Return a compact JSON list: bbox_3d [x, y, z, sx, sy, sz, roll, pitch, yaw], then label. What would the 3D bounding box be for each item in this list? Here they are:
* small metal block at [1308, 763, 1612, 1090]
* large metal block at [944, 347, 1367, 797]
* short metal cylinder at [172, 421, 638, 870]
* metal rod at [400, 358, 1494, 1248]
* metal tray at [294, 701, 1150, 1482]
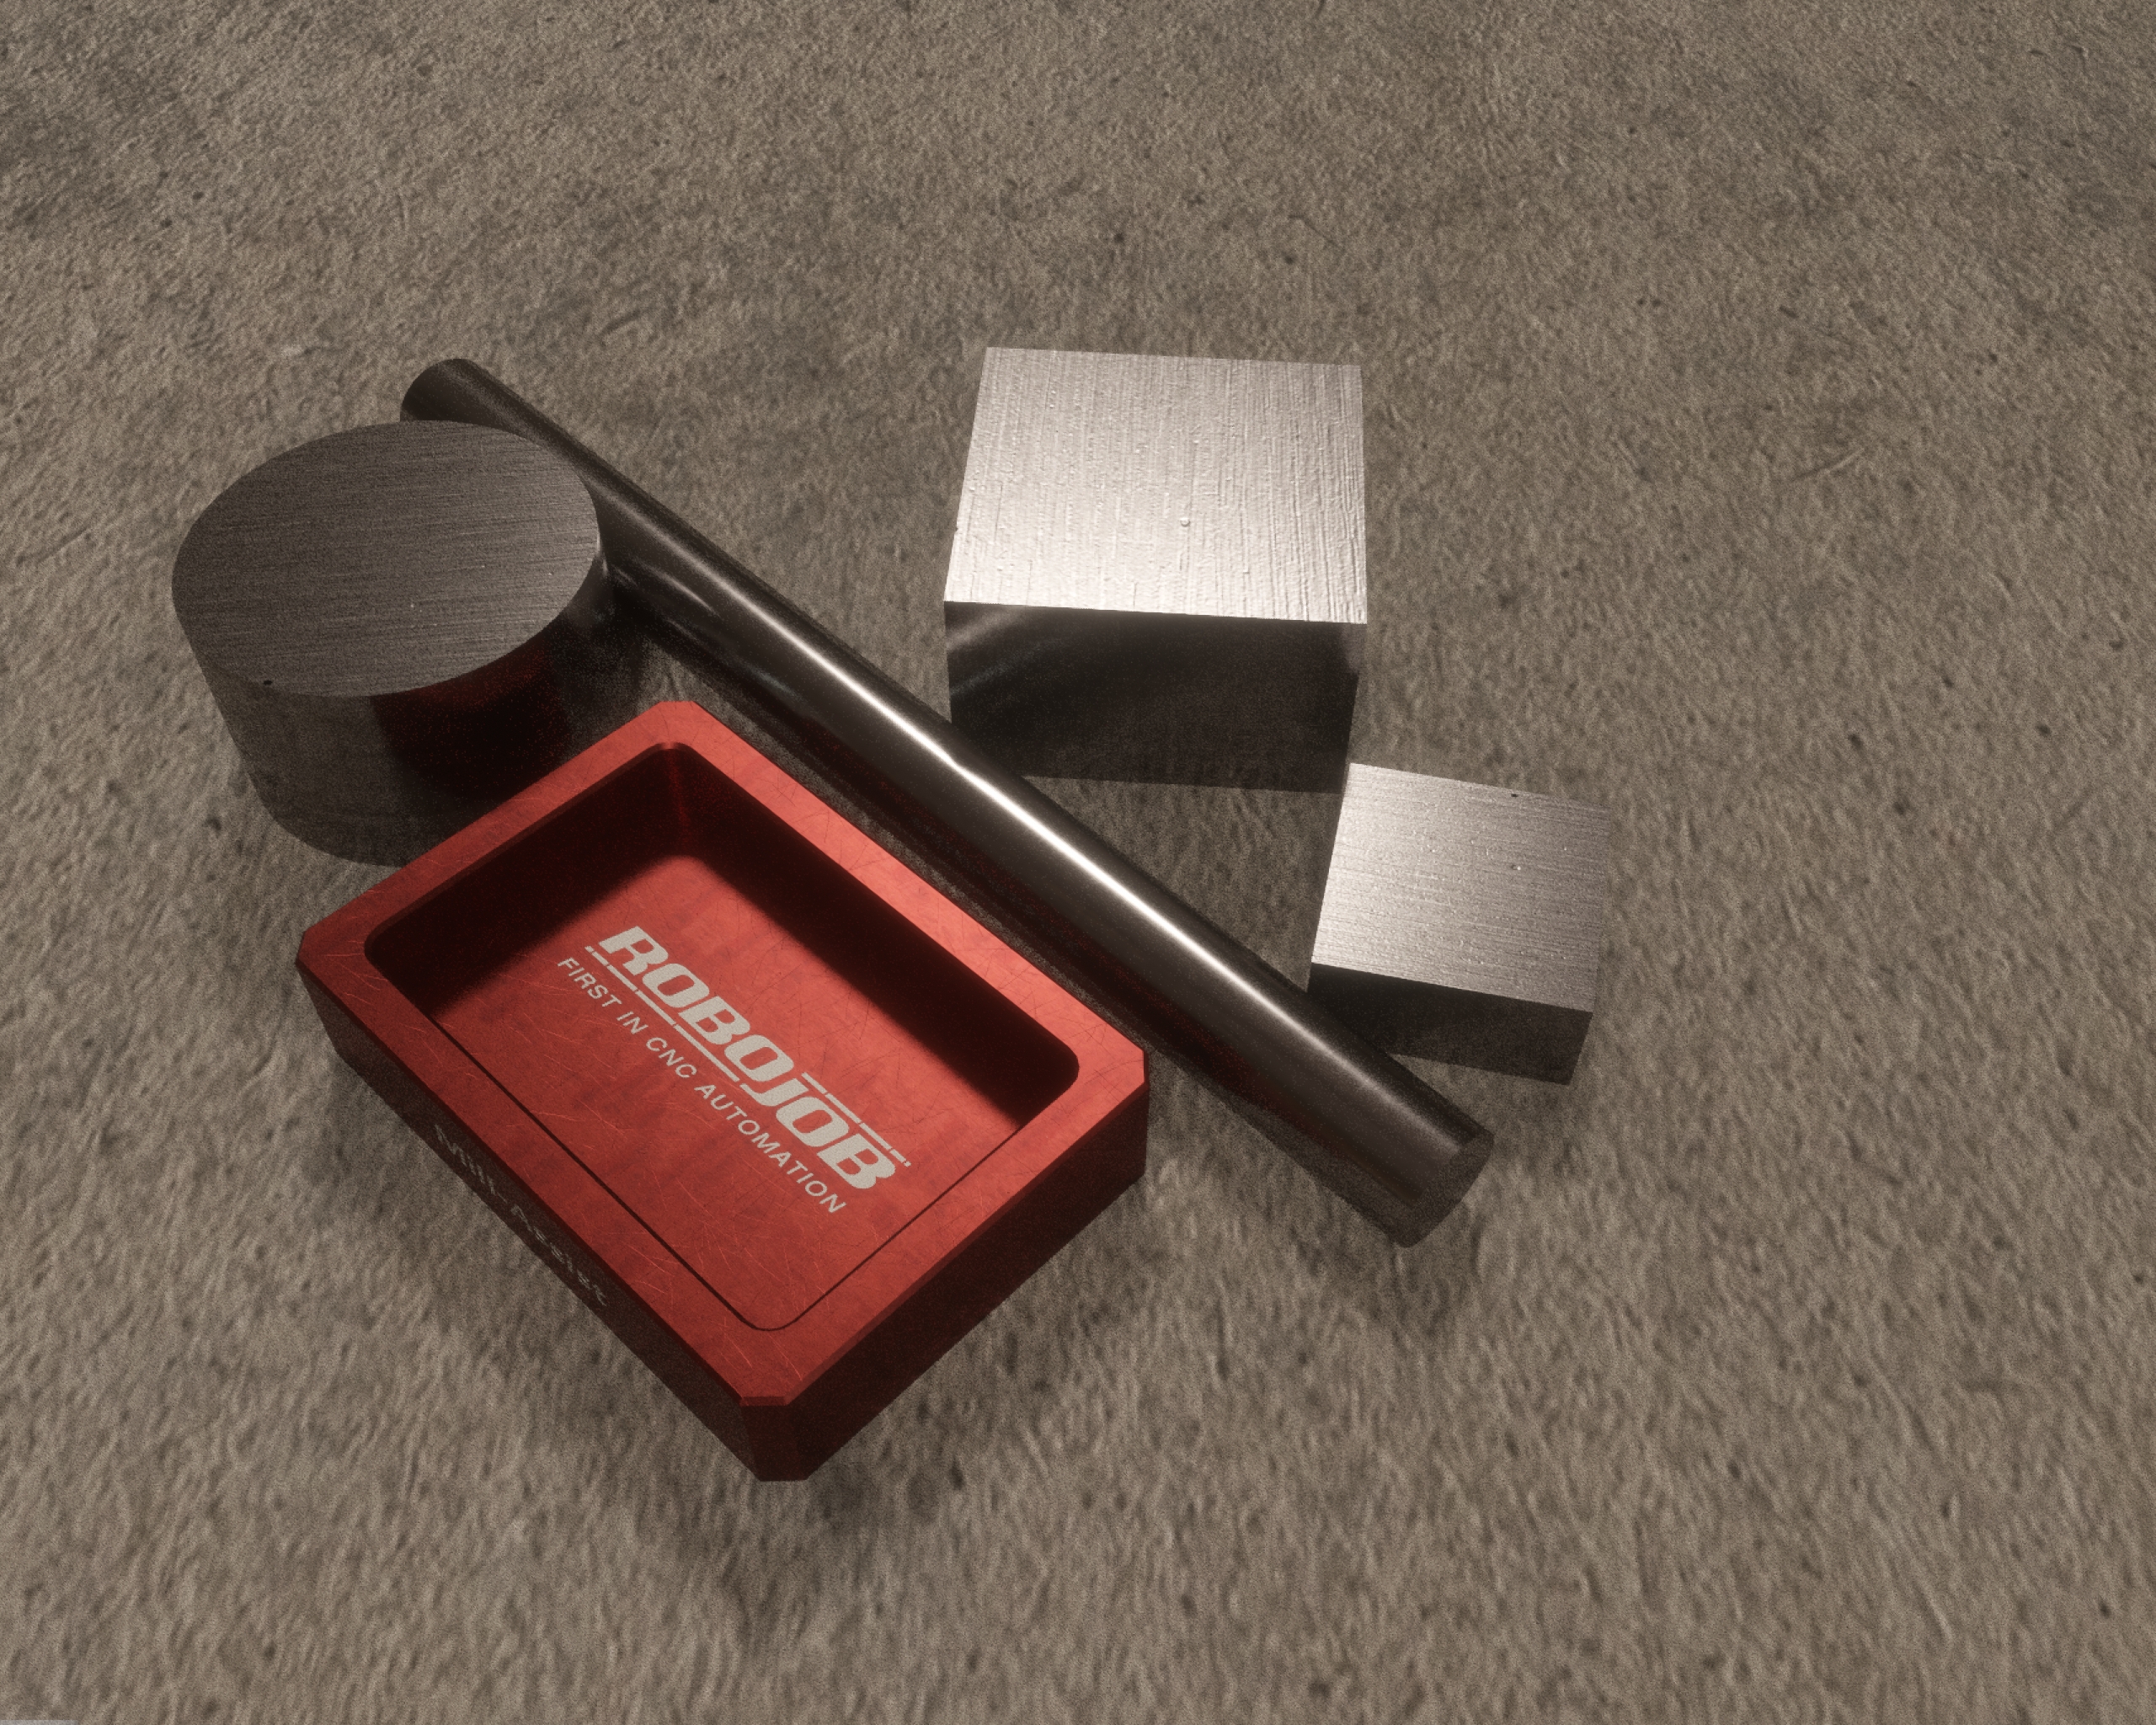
[{"bbox_3d":[0.072,0.011,0.397,0.050,0.025,0.050,10,51,8],"label":"small metal block"},{"bbox_3d":[0.017,-0.062,0.441,0.080,0.050,0.080,3,50,2],"label":"large metal block"},{"bbox_3d":[-0.134,-0.045,0.424,0.081,0.050,0.080,0,50,0],"label":"short metal cylinder"},{"bbox_3d":[-0.043,-0.026,0.425,0.300,0.025,0.025,38,59,27],"label":"metal rod"},{"bbox_3d":[-0.063,0.034,0.372,0.130,0.030,0.090,37,59,26],"label":"metal tray"}]
